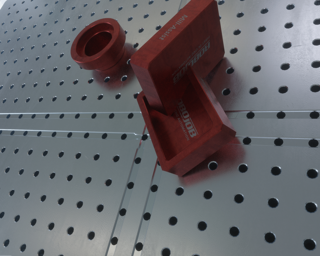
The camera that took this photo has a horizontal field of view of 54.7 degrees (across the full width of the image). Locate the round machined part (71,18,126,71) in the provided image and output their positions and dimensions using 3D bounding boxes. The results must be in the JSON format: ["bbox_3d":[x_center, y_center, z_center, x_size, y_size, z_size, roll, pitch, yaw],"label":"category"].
[{"bbox_3d":[-0.102,-0.139,0.536,0.098,0.042,0.098,-13,56,21],"label":"round machined part"}]

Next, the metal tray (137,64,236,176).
[{"bbox_3d":[0.026,-0.018,0.386,0.090,0.030,0.130,-40,49,22],"label":"metal tray"}]

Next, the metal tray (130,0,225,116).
[{"bbox_3d":[0.029,-0.090,0.391,0.030,0.090,0.130,28,66,35],"label":"metal tray"}]
